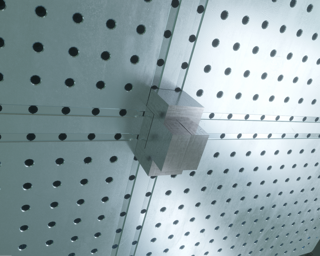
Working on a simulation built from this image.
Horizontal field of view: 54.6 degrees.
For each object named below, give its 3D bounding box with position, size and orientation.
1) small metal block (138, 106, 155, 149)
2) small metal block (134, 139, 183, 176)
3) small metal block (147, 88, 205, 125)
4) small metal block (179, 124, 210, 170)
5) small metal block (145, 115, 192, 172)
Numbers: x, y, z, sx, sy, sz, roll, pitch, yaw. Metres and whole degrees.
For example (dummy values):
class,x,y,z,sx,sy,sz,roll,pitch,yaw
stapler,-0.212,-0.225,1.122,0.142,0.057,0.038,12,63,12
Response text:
class,x,y,z,sx,sy,sz,roll,pitch,yaw
small metal block,0.003,0.000,0.412,0.050,0.025,0.050,2,117,-28
small metal block,0.000,0.039,0.418,0.050,0.050,0.025,1,118,-29
small metal block,0.019,-0.026,0.387,0.050,0.050,0.025,2,118,-29
small metal block,0.031,0.018,0.390,0.025,0.050,0.050,2,117,-28
small metal block,0.008,0.018,0.377,0.025,0.050,0.050,2,118,-29
